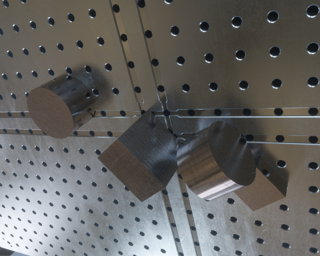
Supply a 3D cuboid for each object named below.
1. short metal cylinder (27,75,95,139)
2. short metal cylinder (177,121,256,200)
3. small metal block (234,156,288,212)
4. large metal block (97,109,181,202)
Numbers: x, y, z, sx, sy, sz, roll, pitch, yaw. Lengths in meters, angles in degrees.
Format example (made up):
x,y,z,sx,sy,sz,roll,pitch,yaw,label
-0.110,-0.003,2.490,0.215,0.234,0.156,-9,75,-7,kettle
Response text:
x,y,z,sx,sy,sz,roll,pitch,yaw,label
-0.143,-0.031,0.451,0.080,0.050,0.079,13,124,21,short metal cylinder
0.067,0.038,0.364,0.080,0.080,0.050,49,129,-6,short metal cylinder
0.122,0.071,0.391,0.050,0.025,0.050,45,129,-4,small metal block
-0.019,0.035,0.407,0.080,0.080,0.050,46,129,-4,large metal block
